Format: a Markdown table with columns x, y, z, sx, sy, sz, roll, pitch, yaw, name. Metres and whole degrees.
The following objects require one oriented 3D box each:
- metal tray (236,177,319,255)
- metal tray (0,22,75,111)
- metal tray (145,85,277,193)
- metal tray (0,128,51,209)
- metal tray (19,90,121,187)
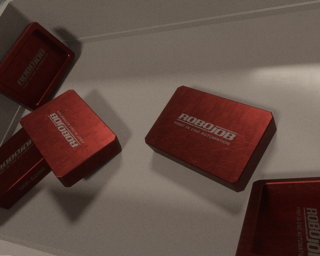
| x | y | z | sx | sy | sz | roll | pitch | yaw | name |
| --- | --- | --- | --- | --- | --- | --- | --- | --- | --- |
| 0.115 | 0.078 | 0.239 | 0.090 | 0.131 | 0.030 | -7 | 102 | 24 | metal tray |
| -0.219 | -0.104 | 0.536 | 0.030 | 0.090 | 0.130 | 5 | 63 | 49 | metal tray |
| 0.057 | 0.007 | 0.368 | 0.130 | 0.030 | 0.090 | 23 | 74 | 36 | metal tray |
| -0.212 | 0.049 | 0.481 | 0.130 | 0.030 | 0.090 | -42 | 51 | -2 | metal tray |
| -0.128 | 0.009 | 0.437 | 0.090 | 0.030 | 0.130 | -36 | 56 | -18 | metal tray |
